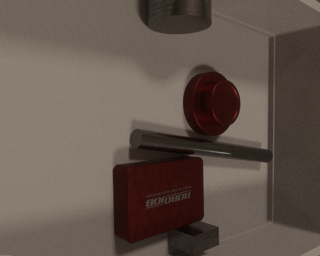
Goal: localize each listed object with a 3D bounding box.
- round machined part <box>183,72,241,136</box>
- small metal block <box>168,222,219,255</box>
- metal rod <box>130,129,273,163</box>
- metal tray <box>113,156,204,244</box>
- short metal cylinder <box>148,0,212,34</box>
[{"bbox_3d":[0.085,-0.037,0.469,0.099,0.042,0.097,0,90,-40],"label":"round machined part"},{"bbox_3d":[0.046,0.150,0.432,0.050,0.050,0.025,-3,92,-40],"label":"small metal block"},{"bbox_3d":[0.085,0.033,0.480,0.302,0.025,0.025,10,84,-40],"label":"metal rod"},{"bbox_3d":[0.003,0.088,0.408,0.131,0.030,0.089,-2,92,-40],"label":"metal tray"},{"bbox_3d":[0.025,-0.155,0.393,0.081,0.080,0.050,-2,92,-40],"label":"short metal cylinder"}]
